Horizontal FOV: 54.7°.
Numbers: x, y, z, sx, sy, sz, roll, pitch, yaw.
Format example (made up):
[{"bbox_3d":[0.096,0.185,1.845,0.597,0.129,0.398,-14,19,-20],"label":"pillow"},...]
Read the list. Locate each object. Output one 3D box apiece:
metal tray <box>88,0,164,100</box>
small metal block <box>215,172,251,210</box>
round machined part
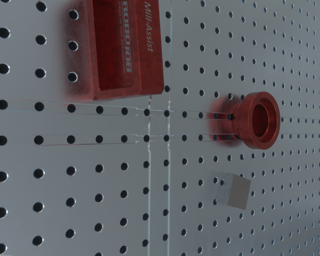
[{"bbox_3d":[-0.039,-0.098,0.333,0.030,0.090,0.129,-7,95,-40],"label":"metal tray"},{"bbox_3d":[0.121,0.104,0.511,0.050,0.025,0.050,24,75,-38],"label":"small metal block"},{"bbox_3d":[0.163,-0.012,0.534,0.099,0.042,0.097,0,90,-40],"label":"round machined part"}]
